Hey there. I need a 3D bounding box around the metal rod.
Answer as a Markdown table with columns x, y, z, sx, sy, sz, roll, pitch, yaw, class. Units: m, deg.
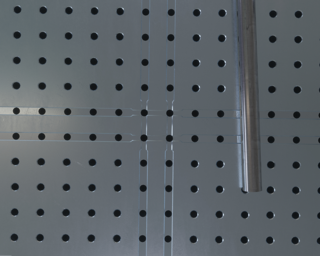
| x | y | z | sx | sy | sz | roll | pitch | yaw | class |
| --- | --- | --- | --- | --- | --- | --- | --- | --- | --- |
| 0.118 | -0.066 | 0.413 | 0.025 | 0.025 | 0.298 | -2 | 90 | 0 | metal rod |
